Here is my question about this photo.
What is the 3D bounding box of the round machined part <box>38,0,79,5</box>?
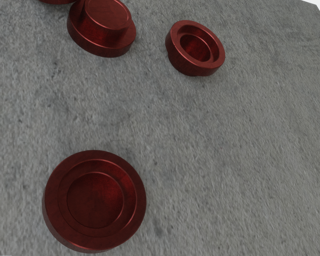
[{"bbox_3d":[-0.143,-0.206,0.428,0.099,0.042,0.098,3,47,-3],"label":"round machined part"}]

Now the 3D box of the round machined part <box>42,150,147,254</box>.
[{"bbox_3d":[-0.067,0.075,0.312,0.099,0.042,0.098,14,56,-21],"label":"round machined part"}]

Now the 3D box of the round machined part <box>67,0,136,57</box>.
[{"bbox_3d":[-0.080,-0.153,0.444,0.099,0.042,0.098,14,56,-21],"label":"round machined part"}]

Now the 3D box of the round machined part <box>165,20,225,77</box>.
[{"bbox_3d":[0.052,-0.122,0.497,0.099,0.042,0.098,14,56,-21],"label":"round machined part"}]
